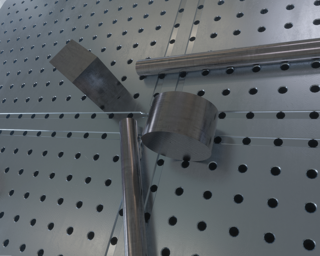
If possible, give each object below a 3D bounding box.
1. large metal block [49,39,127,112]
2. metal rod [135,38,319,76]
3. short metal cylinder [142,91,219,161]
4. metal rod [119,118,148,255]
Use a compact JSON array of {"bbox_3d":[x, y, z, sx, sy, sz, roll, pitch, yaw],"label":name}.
[{"bbox_3d":[-0.111,-0.081,0.481,0.050,0.080,0.080,-48,51,-5],"label":"large metal block"},{"bbox_3d":[0.102,-0.094,0.412,0.300,0.025,0.025,0,62,28],"label":"metal rod"},{"bbox_3d":[0.024,0.000,0.360,0.080,0.080,0.050,1,63,29],"label":"short metal cylinder"},{"bbox_3d":[-0.028,0.116,0.351,0.025,0.025,0.299,-19,54,17],"label":"metal rod"}]
